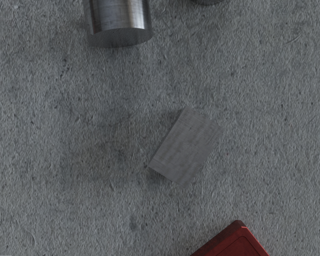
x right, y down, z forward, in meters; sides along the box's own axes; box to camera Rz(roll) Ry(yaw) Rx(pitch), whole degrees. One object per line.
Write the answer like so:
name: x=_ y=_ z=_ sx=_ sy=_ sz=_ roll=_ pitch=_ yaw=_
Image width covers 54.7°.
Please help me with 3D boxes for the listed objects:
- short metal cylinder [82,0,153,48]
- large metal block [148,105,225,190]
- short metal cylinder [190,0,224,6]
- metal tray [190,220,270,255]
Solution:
short metal cylinder: x=-0.051 y=-0.135 z=0.382 sx=0.080 sy=0.080 sz=0.050 roll=-7 pitch=90 yaw=0
large metal block: x=0.029 y=0.021 z=0.383 sx=0.050 sy=0.080 sz=0.080 roll=32 pitch=90 yaw=0
short metal cylinder: x=0.064 y=-0.207 z=0.398 sx=0.081 sy=0.050 sz=0.080 roll=0 pitch=90 yaw=0
metal tray: x=0.084 y=0.197 z=0.408 sx=0.130 sy=0.030 sz=0.090 roll=-38 pitch=90 yaw=0
